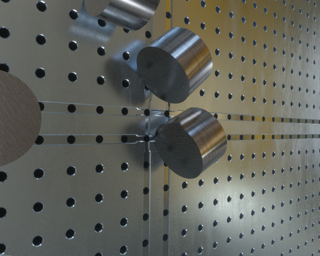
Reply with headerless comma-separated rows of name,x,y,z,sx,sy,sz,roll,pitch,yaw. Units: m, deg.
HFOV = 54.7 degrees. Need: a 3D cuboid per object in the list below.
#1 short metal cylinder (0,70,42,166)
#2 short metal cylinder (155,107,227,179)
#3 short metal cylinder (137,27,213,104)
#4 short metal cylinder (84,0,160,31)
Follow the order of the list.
short metal cylinder,-0.151,-0.008,0.266,0.081,0.050,0.079,0,90,-40
short metal cylinder,0.040,0.019,0.406,0.050,0.080,0.080,-32,110,-36
short metal cylinder,0.018,-0.077,0.388,0.050,0.080,0.080,-45,117,-30
short metal cylinder,-0.041,-0.153,0.338,0.050,0.080,0.080,8,85,-40
